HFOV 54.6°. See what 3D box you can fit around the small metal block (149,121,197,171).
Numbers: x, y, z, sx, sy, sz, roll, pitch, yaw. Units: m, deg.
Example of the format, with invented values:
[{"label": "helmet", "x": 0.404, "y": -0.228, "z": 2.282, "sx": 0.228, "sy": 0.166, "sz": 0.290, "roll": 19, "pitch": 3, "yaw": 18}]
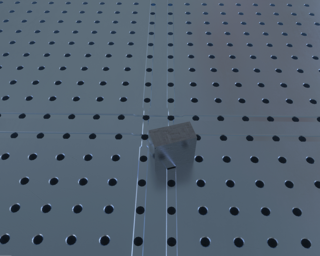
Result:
[{"label": "small metal block", "x": 0.015, "y": 0.023, "z": 0.373, "sx": 0.050, "sy": 0.050, "sz": 0.025, "roll": -12, "pitch": 51, "yaw": -10}]
